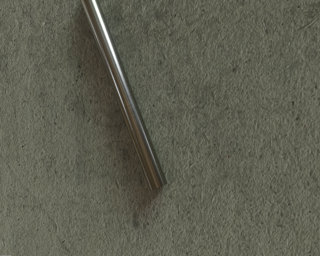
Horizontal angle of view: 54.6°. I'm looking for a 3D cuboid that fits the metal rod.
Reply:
[{"bbox_3d":[-0.055,-0.061,0.428,0.025,0.025,0.299,-23,82,18],"label":"metal rod"}]
